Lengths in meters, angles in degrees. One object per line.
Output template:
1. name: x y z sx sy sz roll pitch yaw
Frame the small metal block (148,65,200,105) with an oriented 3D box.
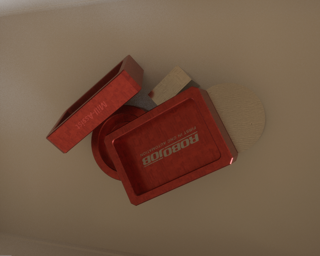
1. small metal block: 0.019 -0.048 0.388 0.050 0.050 0.025 -44 77 13

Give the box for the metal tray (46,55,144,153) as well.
1. metal tray: -0.080 -0.033 0.400 0.130 0.090 0.030 -38 110 15

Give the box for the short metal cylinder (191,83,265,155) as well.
1. short metal cylinder: 0.082 -0.010 0.366 0.080 0.050 0.079 0 90 19

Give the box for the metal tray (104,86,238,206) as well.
1. metal tray: 0.009 0.022 0.352 0.130 0.030 0.090 -28 80 22

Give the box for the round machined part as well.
1. round machined part: -0.038 0.019 0.413 0.098 0.042 0.097 0 90 19
